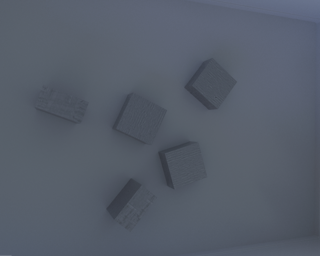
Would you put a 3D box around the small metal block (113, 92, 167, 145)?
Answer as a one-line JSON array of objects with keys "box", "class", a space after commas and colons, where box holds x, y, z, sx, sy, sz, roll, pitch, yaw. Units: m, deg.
[{"box": [-0.026, -0.011, 0.401, 0.050, 0.025, 0.050, 27, 81, -18], "class": "small metal block"}]

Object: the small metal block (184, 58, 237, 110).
[{"box": [0.072, -0.061, 0.437, 0.050, 0.025, 0.050, 40, 77, -16], "class": "small metal block"}]

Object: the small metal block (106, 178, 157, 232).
[{"box": [-0.036, 0.093, 0.384, 0.025, 0.050, 0.050, 43, 77, -15], "class": "small metal block"}]

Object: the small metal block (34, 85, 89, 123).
[{"box": [-0.113, -0.025, 0.355, 0.050, 0.050, 0.025, 21, 83, -19], "class": "small metal block"}]

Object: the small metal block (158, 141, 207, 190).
[{"box": [0.031, 0.050, 0.422, 0.050, 0.025, 0.050, -17, 96, -19], "class": "small metal block"}]
